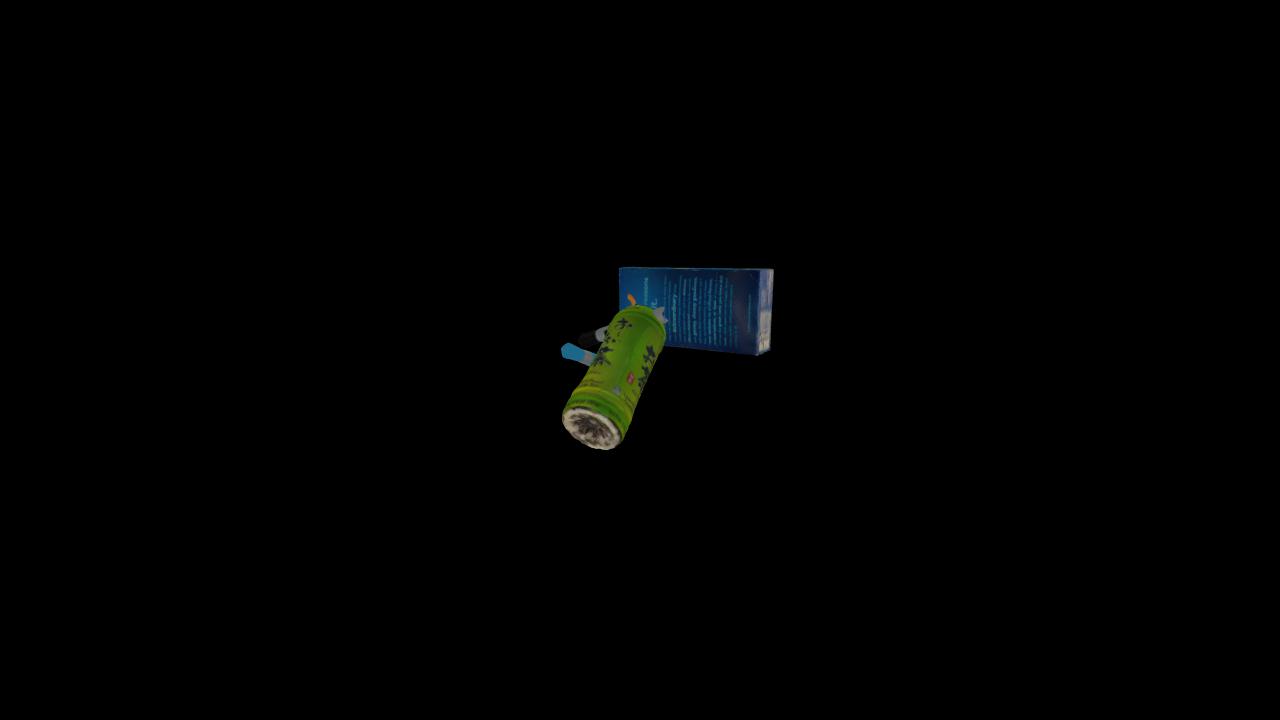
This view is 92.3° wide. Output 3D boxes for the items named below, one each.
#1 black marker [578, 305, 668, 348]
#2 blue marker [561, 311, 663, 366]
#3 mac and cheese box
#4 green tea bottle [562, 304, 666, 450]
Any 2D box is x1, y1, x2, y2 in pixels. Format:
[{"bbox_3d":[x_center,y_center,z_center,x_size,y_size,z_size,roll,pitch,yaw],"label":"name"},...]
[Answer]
[{"bbox_3d":[-0.023,-0.037,0.728,0.121,0.020,0.020,-16,-8,28],"label":"black marker"},{"bbox_3d":[-0.052,0.003,0.763,0.020,0.020,0.121,0,-15,40],"label":"blue marker"},{"bbox_3d":[0.059,-0.060,0.705,0.184,0.093,0.041,8,14,35],"label":"mac and cheese box"},{"bbox_3d":[-0.017,-0.002,0.688,0.073,0.073,0.212,0,44,24],"label":"green tea bottle"}]
